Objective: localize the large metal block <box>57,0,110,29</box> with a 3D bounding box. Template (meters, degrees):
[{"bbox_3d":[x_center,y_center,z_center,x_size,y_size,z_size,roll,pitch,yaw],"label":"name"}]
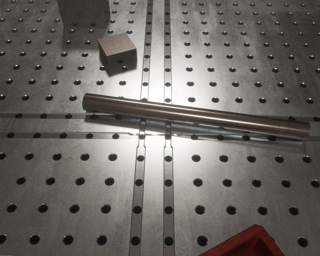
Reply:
[{"bbox_3d":[-0.139,-0.232,0.565,0.081,0.080,0.050,2,50,1],"label":"large metal block"}]

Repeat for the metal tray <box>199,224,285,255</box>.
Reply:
[{"bbox_3d":[0.089,0.162,0.268,0.091,0.030,0.130,-21,54,-18],"label":"metal tray"}]

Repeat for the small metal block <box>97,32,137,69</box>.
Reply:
[{"bbox_3d":[-0.071,-0.130,0.516,0.050,0.025,0.050,-19,53,-16],"label":"small metal block"}]

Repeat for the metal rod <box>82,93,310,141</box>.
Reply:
[{"bbox_3d":[0.044,-0.016,0.421,0.302,0.025,0.025,8,51,6],"label":"metal rod"}]
